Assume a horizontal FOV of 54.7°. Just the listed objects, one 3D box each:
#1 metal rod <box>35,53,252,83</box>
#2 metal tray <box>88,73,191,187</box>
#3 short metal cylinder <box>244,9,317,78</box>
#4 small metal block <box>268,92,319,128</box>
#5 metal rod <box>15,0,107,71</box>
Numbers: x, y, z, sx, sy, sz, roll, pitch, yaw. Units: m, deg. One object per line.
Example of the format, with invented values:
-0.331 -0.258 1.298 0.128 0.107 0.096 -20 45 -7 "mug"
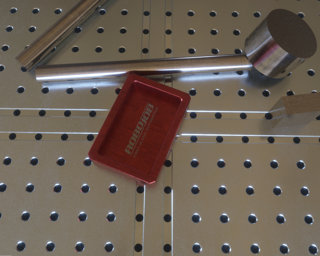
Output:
-0.021 -0.086 0.442 0.302 0.025 0.025 -4 70 -2 "metal rod"
-0.024 0.001 0.408 0.090 0.030 0.130 22 71 7 "metal tray"
0.166 -0.116 0.430 0.081 0.050 0.080 9 64 -18 "short metal cylinder"
0.179 -0.022 0.409 0.050 0.050 0.025 -7 71 -3 "small metal block"
-0.102 -0.199 0.483 0.025 0.025 0.301 38 74 12 "metal rod"
